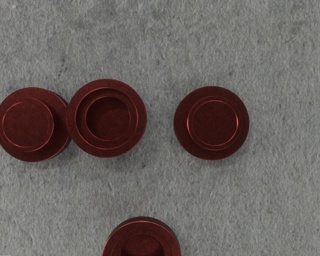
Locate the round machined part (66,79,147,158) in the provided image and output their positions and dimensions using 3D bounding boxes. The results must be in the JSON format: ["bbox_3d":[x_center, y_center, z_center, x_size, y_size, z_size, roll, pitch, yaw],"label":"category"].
[{"bbox_3d":[-0.066,-0.012,0.401,0.099,0.042,0.097,0,90,-1],"label":"round machined part"}]

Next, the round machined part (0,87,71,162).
[{"bbox_3d":[-0.164,-0.004,0.399,0.099,0.042,0.097,0,90,-1],"label":"round machined part"}]

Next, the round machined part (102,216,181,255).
[{"bbox_3d":[-0.023,0.163,0.401,0.099,0.042,0.097,0,90,-1],"label":"round machined part"}]

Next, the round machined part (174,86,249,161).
[{"bbox_3d":[0.068,-0.006,0.402,0.099,0.042,0.097,0,90,-1],"label":"round machined part"}]
